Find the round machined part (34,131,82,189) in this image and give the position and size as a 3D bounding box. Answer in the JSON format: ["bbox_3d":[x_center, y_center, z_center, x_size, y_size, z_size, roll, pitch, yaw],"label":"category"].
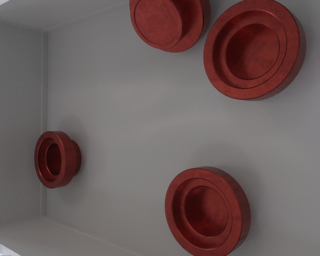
[{"bbox_3d":[-0.175,0.054,0.540,0.098,0.042,0.097,0,90,40],"label":"round machined part"}]

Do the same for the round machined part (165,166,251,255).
[{"bbox_3d":[0.056,0.092,0.349,0.098,0.042,0.097,0,90,40],"label":"round machined part"}]

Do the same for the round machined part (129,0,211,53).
[{"bbox_3d":[0.005,-0.131,0.359,0.098,0.042,0.097,21,139,20],"label":"round machined part"}]

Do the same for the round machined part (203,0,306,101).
[{"bbox_3d":[0.097,-0.076,0.316,0.098,0.042,0.097,0,90,40],"label":"round machined part"}]
